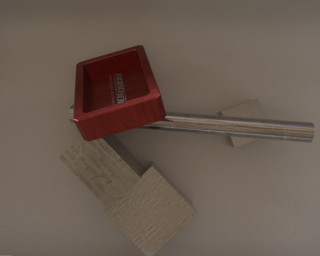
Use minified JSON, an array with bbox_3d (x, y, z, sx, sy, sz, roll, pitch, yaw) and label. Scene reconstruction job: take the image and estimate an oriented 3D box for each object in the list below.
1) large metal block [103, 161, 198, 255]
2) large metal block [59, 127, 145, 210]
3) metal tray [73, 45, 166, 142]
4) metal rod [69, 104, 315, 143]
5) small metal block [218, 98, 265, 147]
[{"bbox_3d":[-0.011,0.102,0.399,0.080,0.050,0.080,-43,91,0],"label":"large metal block"},{"bbox_3d":[-0.066,0.044,0.383,0.050,0.080,0.080,-43,90,1],"label":"large metal block"},{"bbox_3d":[-0.051,-0.047,0.363,0.091,0.130,0.030,-16,129,-1],"label":"metal tray"},{"bbox_3d":[0.034,-0.007,0.393,0.302,0.025,0.025,5,90,7],"label":"metal rod"},{"bbox_3d":[0.112,-0.007,0.413,0.050,0.025,0.050,-20,90,-1],"label":"small metal block"}]
